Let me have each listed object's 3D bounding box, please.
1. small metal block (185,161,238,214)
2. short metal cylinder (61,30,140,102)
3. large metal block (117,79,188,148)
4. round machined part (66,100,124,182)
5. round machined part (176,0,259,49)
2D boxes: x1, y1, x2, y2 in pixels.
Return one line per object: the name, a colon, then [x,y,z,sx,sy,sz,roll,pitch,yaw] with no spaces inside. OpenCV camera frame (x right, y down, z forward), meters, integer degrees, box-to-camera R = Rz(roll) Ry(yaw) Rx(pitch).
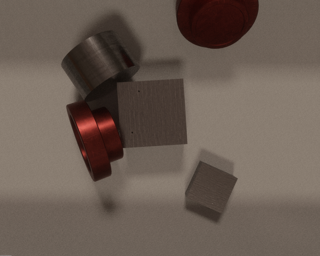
small metal block: [0.067,0.078,0.412,0.050,0.025,0.050,24,90,-1]
short metal cylinder: [-0.072,-0.075,0.383,0.080,0.080,0.050,-33,90,0]
large metal block: [-0.010,-0.018,0.399,0.081,0.050,0.079,-4,90,-1]
round machined part: [-0.077,0.012,0.377,0.042,0.098,0.098,-20,90,-18]
round machined part: [0.069,-0.135,0.374,0.099,0.097,0.042,-2,53,-1]
